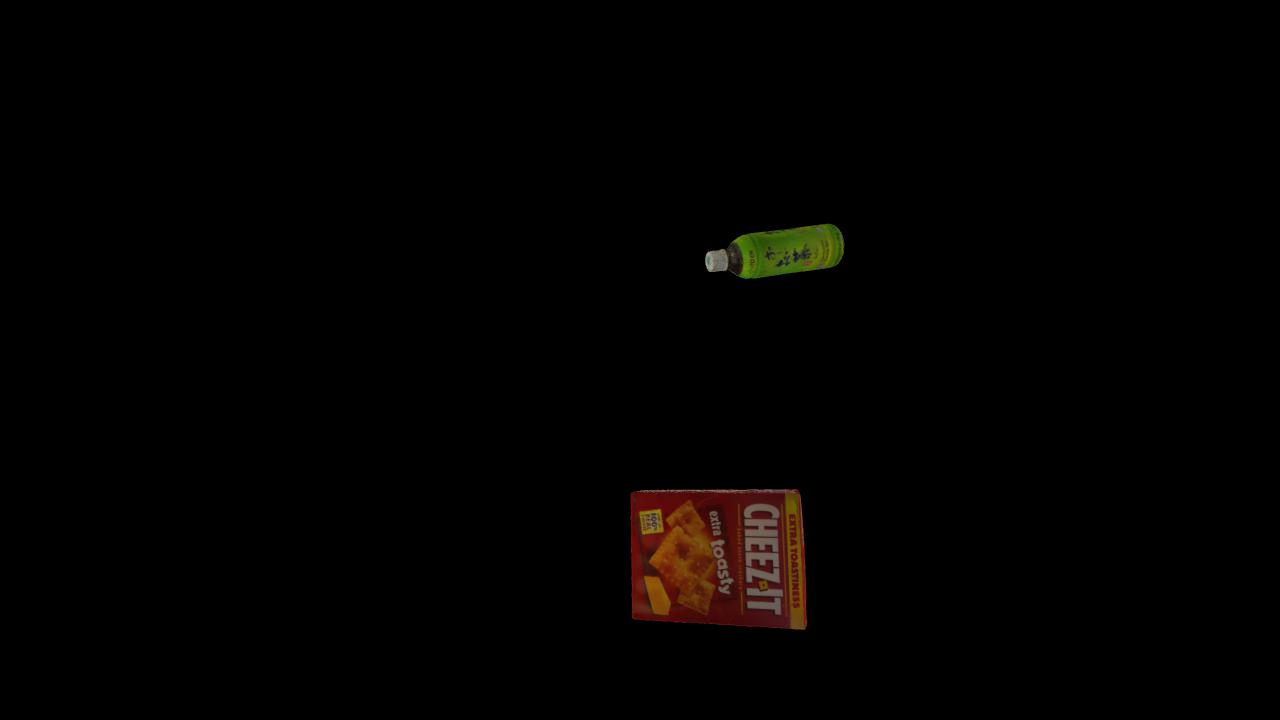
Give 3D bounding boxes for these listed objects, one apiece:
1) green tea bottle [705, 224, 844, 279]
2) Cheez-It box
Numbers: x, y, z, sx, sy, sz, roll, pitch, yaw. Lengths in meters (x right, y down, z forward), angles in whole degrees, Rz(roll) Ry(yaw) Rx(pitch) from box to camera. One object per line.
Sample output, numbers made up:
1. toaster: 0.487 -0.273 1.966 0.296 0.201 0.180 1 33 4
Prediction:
1. green tea bottle: 0.202 -0.161 0.937 0.212 0.073 0.073 -12 3 -14
2. Cheez-It box: 0.101 0.255 0.806 0.223 0.166 0.071 -2 -8 14
